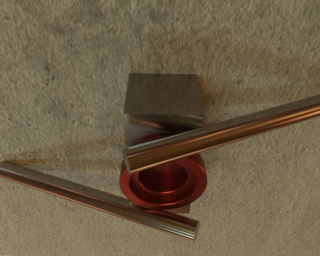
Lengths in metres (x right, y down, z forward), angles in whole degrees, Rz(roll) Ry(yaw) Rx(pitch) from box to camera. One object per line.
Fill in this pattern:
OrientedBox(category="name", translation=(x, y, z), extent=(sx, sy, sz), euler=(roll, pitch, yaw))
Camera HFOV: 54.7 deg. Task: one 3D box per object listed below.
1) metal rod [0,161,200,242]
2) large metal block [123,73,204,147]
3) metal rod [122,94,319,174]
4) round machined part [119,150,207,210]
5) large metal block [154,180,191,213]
OrientedBox(category="metal rod", translation=(-0.096, 0.091, 0.412), extent=(0.301, 0.025, 0.025), euler=(12, 133, 19))
OrientedBox(category="large metal block", translation=(0.003, -0.021, 0.355), extent=(0.081, 0.080, 0.050), euler=(1, 130, -1))
OrientedBox(category="metal rod", translation=(0.108, -0.006, 0.335), extent=(0.302, 0.025, 0.025), euler=(-15, 132, -17))
OrientedBox(category="round machined part", translation=(0.004, 0.050, 0.363), extent=(0.099, 0.042, 0.097), euler=(-1, 130, 0))
OrientedBox(category="large metal block", translation=(0.000, 0.071, 0.433), extent=(0.081, 0.080, 0.050), euler=(1, 130, -1))
